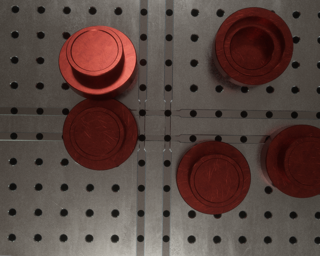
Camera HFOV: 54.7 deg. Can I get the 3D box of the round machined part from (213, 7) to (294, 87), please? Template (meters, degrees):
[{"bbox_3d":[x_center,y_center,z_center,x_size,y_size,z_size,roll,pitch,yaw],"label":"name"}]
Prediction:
[{"bbox_3d":[0.118,-0.102,0.406,0.099,0.042,0.097,0,90,-1],"label":"round machined part"}]

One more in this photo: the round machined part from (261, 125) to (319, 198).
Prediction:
[{"bbox_3d":[0.188,0.044,0.407,0.099,0.042,0.097,0,90,-1],"label":"round machined part"}]

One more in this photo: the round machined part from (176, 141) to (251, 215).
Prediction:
[{"bbox_3d":[0.071,0.066,0.406,0.099,0.042,0.097,0,90,-1],"label":"round machined part"}]

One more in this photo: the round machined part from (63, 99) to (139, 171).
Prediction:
[{"bbox_3d":[-0.078,0.007,0.404,0.099,0.042,0.097,0,90,-1],"label":"round machined part"}]

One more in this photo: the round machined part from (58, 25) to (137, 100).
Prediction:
[{"bbox_3d":[-0.079,-0.088,0.391,0.099,0.042,0.098,0,74,-1],"label":"round machined part"}]
